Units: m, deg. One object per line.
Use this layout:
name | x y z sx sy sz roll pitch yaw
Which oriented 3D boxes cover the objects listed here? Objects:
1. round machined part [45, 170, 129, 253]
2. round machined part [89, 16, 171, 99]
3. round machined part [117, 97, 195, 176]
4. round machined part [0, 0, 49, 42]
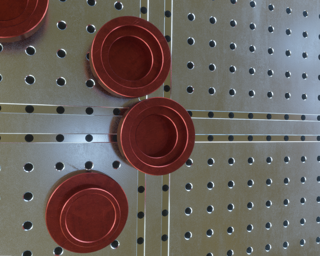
round machined part | -0.085 0.103 0.373 0.099 0.042 0.097 0 90 -20
round machined part | -0.039 -0.085 0.390 0.099 0.042 0.097 0 90 -21
round machined part | -0.007 0.010 0.402 0.099 0.042 0.097 0 90 -21
round machined part | -0.174 -0.142 0.339 0.099 0.042 0.097 0 90 -21
